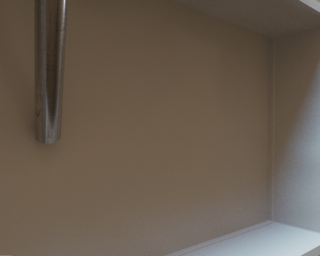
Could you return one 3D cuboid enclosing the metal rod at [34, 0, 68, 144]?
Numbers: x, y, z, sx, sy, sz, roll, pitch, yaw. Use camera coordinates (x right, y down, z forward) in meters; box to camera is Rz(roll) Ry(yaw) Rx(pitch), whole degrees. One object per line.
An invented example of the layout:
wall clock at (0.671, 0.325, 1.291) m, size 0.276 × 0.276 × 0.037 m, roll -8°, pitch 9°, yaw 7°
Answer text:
metal rod at (-0.083, -0.115, 0.238) m, size 0.025 × 0.025 × 0.298 m, roll -16°, pitch 132°, yaw -39°
